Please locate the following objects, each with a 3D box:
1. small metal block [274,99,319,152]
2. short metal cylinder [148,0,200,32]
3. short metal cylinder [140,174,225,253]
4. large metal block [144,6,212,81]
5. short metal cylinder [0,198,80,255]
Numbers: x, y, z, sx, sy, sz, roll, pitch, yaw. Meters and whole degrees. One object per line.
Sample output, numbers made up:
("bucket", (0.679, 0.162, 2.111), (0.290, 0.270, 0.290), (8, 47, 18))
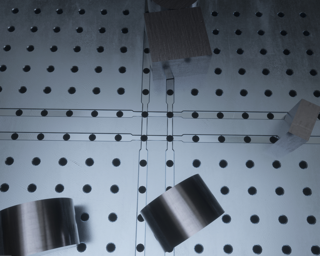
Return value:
("small metal block", (0.177, -0.002, 0.400), (0.025, 0.050, 0.050), (27, 72, 9))
("short metal cylinder", (0.021, -0.195, 0.470), (0.081, 0.050, 0.080), (0, 70, 0))
("short metal cylinder", (0.025, 0.095, 0.348), (0.080, 0.080, 0.050), (-31, 73, -11))
("large metal block", (0.023, -0.120, 0.442), (0.081, 0.050, 0.080), (-8, 70, -3))
("short metal cylinder", (-0.133, 0.112, 0.341), (0.081, 0.080, 0.050), (-13, 71, -5))
